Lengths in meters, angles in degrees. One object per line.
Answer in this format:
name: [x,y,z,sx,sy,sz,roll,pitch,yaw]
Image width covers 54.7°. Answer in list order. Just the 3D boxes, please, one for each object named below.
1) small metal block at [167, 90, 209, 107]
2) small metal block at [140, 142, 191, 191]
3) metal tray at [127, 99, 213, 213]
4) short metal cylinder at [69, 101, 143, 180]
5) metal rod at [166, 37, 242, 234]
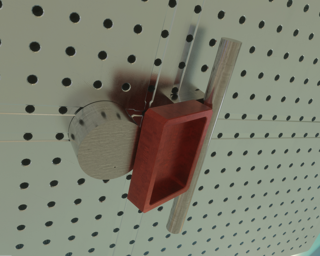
small metal block: [0.037,-0.020,0.421,0.050,0.025,0.050,-14,125,-21]
small metal block: [0.009,0.057,0.452,0.050,0.025,0.050,-43,130,1]
metal tray: [0.012,0.034,0.386,0.091,0.030,0.129,-15,127,-44]
short metal cylinder: [-0.063,0.014,0.370,0.081,0.050,0.079,-14,125,-21]
metal rod: [0.053,0.028,0.426,0.025,0.025,0.298,-1,119,-28]
